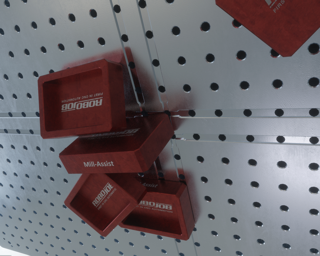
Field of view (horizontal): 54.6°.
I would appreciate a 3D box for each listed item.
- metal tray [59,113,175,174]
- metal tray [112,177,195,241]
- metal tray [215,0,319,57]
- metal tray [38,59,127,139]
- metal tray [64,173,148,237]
[{"bbox_3d":[-0.057,0.021,0.412,0.130,0.090,0.030,-6,117,31],"label":"metal tray"},{"bbox_3d":[-0.016,0.125,0.494,0.130,0.030,0.090,1,119,27],"label":"metal tray"},{"bbox_3d":[0.120,-0.137,0.260,0.090,0.030,0.129,39,129,1],"label":"metal tray"},{"bbox_3d":[-0.108,-0.034,0.418,0.130,0.030,0.090,-6,86,31],"label":"metal tray"},{"bbox_3d":[-0.088,0.107,0.482,0.090,0.030,0.129,40,129,1],"label":"metal tray"}]
